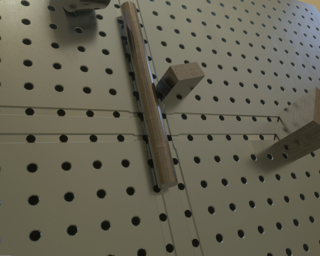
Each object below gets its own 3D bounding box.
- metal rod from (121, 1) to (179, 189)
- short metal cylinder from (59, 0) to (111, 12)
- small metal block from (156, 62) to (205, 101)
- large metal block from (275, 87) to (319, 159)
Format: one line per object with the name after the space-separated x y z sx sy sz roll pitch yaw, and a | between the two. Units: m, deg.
-0.021 -0.063 0.436 0.025 0.025 0.299 1 61 -28 | metal rod
-0.111 -0.210 0.442 0.050 0.080 0.080 -22 74 -36 | short metal cylinder
0.029 -0.068 0.451 0.050 0.050 0.025 -16 71 -35 | small metal block
0.243 -0.007 0.511 0.050 0.080 0.080 33 51 -7 | large metal block
